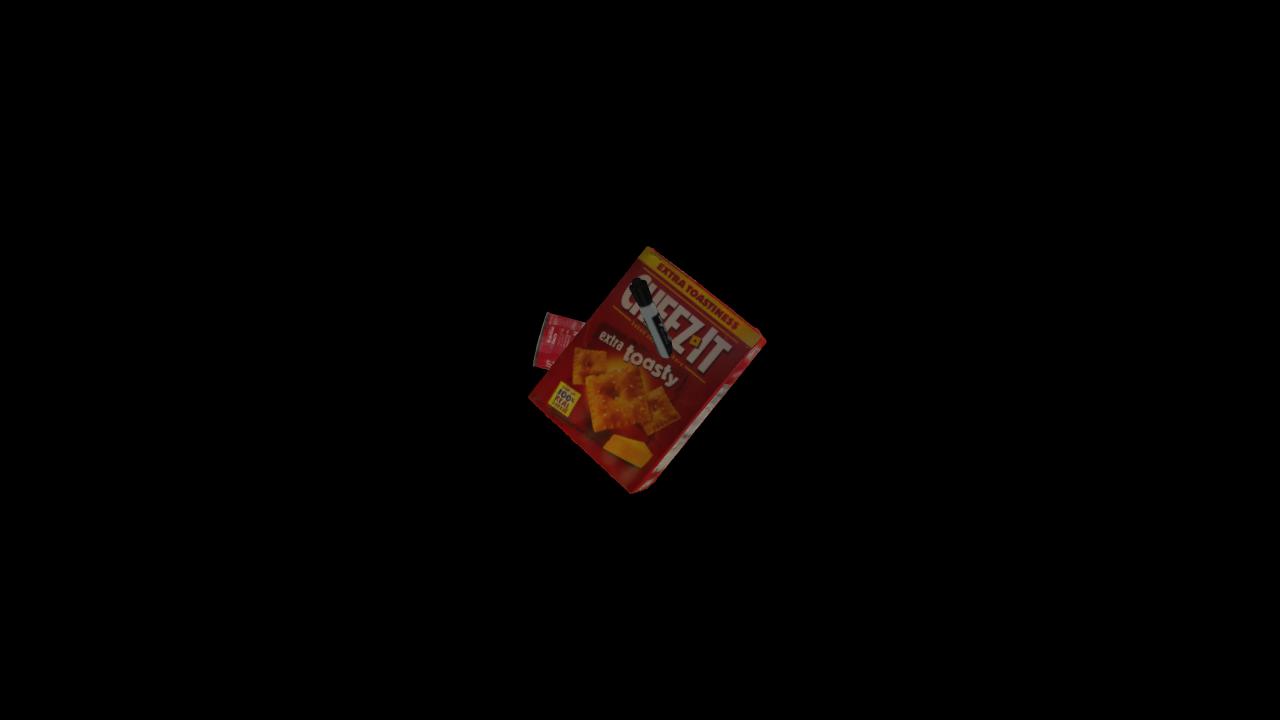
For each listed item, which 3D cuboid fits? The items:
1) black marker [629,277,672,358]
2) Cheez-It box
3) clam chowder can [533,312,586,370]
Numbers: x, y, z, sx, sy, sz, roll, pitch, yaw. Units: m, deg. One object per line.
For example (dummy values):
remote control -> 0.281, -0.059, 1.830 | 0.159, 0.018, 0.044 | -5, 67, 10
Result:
black marker -> 0.018, -0.032, 0.641 | 0.020, 0.121, 0.020 | -19, 29, 11
Cheez-It box -> 0.008, 0.012, 0.688 | 0.166, 0.223, 0.071 | 41, 6, 16
clam chowder can -> -0.070, -0.012, 0.733 | 0.102, 0.068, 0.068 | 14, -2, -7
